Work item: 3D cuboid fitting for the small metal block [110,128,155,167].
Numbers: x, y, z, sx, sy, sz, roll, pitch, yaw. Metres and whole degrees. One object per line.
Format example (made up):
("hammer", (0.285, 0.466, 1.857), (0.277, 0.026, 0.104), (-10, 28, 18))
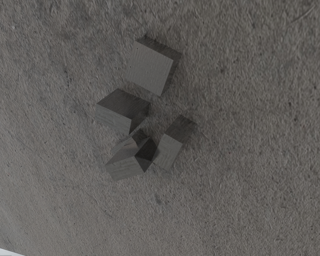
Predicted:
("small metal block", (-0.035, 0.036, 0.447), (0.050, 0.025, 0.050), (-32, 101, 38))

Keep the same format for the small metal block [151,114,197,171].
("small metal block", (0.018, 0.018, 0.392), (0.025, 0.050, 0.050), (30, 128, 9))

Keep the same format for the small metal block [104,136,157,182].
("small metal block", (-0.035, 0.040, 0.402), (0.050, 0.050, 0.025), (-20, 107, 31))

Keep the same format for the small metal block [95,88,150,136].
("small metal block", (-0.048, -0.022, 0.402), (0.050, 0.050, 0.025), (25, 127, 13))

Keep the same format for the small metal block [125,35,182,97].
("small metal block", (-0.009, -0.073, 0.366), (0.050, 0.025, 0.050), (29, 128, 9))
